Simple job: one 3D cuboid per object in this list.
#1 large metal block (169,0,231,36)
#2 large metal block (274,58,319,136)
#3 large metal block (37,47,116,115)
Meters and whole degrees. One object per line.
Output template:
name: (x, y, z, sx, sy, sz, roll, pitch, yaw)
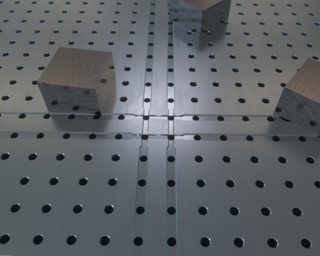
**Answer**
large metal block: (0.075, -0.227, 0.583, 0.080, 0.050, 0.080, -36, 59, -26)
large metal block: (0.219, -0.042, 0.428, 0.080, 0.050, 0.080, 32, 57, 24)
large metal block: (-0.116, -0.069, 0.450, 0.080, 0.050, 0.080, 7, 50, 6)
